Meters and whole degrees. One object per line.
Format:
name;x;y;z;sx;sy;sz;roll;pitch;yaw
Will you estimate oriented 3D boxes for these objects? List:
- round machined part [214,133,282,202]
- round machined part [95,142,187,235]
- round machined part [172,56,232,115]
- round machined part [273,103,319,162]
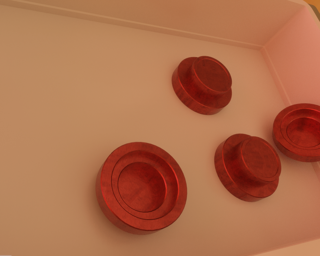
round machined part;0.130;0.051;0.436;0.099;0.042;0.098;14;56;-21
round machined part;-0.023;0.068;0.342;0.099;0.042;0.098;14;56;-21
round machined part;0.072;-0.072;0.479;0.099;0.042;0.098;14;56;-21
round machined part;0.232;0.012;0.495;0.098;0.042;0.098;-7;56;11
